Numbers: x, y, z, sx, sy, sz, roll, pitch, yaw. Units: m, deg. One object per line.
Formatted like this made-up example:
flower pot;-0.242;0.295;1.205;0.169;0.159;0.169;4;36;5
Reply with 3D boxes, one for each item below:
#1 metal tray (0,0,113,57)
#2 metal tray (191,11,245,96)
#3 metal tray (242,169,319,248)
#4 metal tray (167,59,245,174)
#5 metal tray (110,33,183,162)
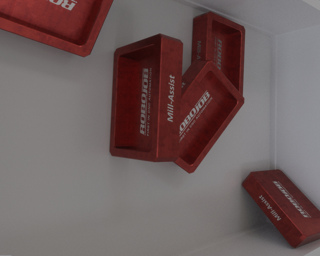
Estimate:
metal tray;-0.111;-0.128;0.281;0.131;0.030;0.089;13;115;-39
metal tray;0.091;-0.101;0.478;0.091;0.030;0.129;4;87;-40
metal tray;0.211;0.128;0.520;0.091;0.130;0.030;2;129;-36
metal tray;0.046;-0.015;0.415;0.090;0.030;0.130;40;84;-33
metal tray;-0.018;-0.030;0.348;0.030;0.090;0.129;4;88;-40
